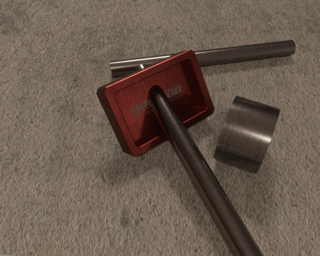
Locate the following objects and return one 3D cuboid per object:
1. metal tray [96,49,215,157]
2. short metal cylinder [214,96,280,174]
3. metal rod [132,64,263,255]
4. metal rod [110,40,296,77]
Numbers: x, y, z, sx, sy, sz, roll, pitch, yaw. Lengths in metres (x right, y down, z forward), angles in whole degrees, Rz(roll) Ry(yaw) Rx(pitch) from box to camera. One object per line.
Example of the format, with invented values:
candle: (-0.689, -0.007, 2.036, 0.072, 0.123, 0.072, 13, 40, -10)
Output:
metal tray: (-0.001, -0.033, 0.389, 0.131, 0.090, 0.030, -29, 17, -22)
short metal cylinder: (0.101, 0.008, 0.363, 0.050, 0.080, 0.080, 20, 53, 15)
metal rod: (0.038, 0.039, 0.345, 0.025, 0.025, 0.299, -20, 61, -16)
metal rod: (0.072, -0.113, 0.498, 0.302, 0.025, 0.025, -8, 51, -8)
